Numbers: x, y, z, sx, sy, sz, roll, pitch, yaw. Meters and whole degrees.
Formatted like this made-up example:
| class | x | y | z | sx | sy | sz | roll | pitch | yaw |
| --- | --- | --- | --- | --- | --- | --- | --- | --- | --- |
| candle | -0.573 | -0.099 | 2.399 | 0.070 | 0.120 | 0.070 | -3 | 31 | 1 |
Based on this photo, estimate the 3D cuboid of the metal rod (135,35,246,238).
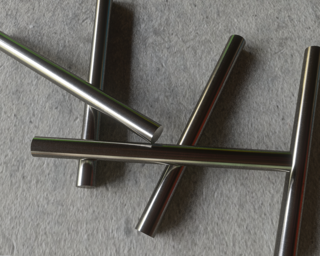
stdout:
| class | x | y | z | sx | sy | sz | roll | pitch | yaw |
| --- | --- | --- | --- | --- | --- | --- | --- | --- | --- |
| metal rod | 0.048 | -0.003 | 0.409 | 0.025 | 0.025 | 0.300 | 25 | 72 | 8 |

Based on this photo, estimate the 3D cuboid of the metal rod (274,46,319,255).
| class | x | y | z | sx | sy | sz | roll | pitch | yaw |
| --- | --- | --- | --- | --- | --- | --- | --- | --- | --- |
| metal rod | 0.183 | 0.023 | 0.402 | 0.025 | 0.025 | 0.299 | 15 | 70 | 5 |

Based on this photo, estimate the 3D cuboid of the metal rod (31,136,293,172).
| class | x | y | z | sx | sy | sz | roll | pitch | yaw |
| --- | --- | --- | --- | --- | --- | --- | --- | --- | --- |
| metal rod | 0.001 | 0.031 | 0.369 | 0.302 | 0.025 | 0.025 | 3 | 70 | 1 |

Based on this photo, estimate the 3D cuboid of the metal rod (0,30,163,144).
| class | x | y | z | sx | sy | sz | roll | pitch | yaw |
| --- | --- | --- | --- | --- | --- | --- | --- | --- | --- |
| metal rod | -0.126 | -0.065 | 0.408 | 0.300 | 0.025 | 0.025 | 31 | 73 | 18 |

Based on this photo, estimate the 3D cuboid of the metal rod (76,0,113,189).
| class | x | y | z | sx | sy | sz | roll | pitch | yaw |
| --- | --- | --- | --- | --- | --- | --- | --- | --- | --- |
| metal rod | -0.088 | -0.068 | 0.431 | 0.025 | 0.025 | 0.299 | 1 | 70 | 0 |
